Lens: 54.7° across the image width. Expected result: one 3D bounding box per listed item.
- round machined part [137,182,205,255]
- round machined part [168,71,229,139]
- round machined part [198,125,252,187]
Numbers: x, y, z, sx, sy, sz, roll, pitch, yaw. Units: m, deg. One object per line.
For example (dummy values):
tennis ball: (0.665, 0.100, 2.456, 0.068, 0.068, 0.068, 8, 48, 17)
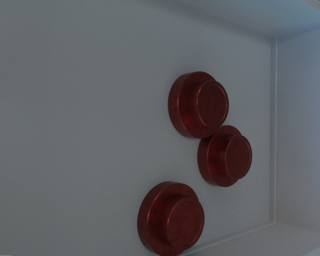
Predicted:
round machined part: (0.022, 0.123, 0.414, 0.099, 0.042, 0.097, 0, 90, -40)
round machined part: (0.062, -0.033, 0.447, 0.099, 0.042, 0.097, 0, 90, -40)
round machined part: (0.108, 0.044, 0.486, 0.099, 0.042, 0.097, 0, 90, -40)
